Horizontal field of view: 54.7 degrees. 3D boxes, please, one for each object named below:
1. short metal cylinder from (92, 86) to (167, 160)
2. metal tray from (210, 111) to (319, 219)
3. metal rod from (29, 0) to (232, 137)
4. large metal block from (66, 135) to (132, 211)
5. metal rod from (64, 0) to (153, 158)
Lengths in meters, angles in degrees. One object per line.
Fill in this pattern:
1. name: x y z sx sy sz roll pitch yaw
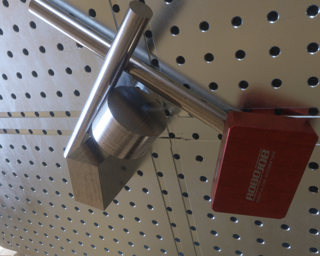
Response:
1. short metal cylinder: -0.038 -0.007 0.392 0.080 0.080 0.050 40 129 1
2. metal tray: 0.113 0.047 0.359 0.091 0.030 0.129 6 123 2
3. metal rod: -0.034 -0.076 0.381 0.301 0.025 0.025 33 129 6
4. large metal block: -0.086 0.059 0.458 0.050 0.080 0.079 13 124 21
5. metal rod: -0.083 -0.036 0.409 0.025 0.025 0.298 40 136 1
